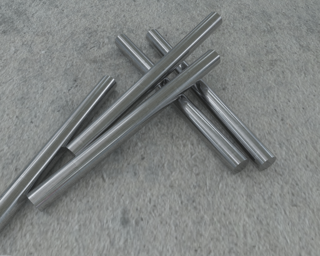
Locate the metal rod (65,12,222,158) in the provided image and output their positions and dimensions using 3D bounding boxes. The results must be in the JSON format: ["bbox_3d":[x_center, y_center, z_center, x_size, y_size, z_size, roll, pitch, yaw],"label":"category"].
[{"bbox_3d":[-0.009,-0.070,0.431,0.025,0.025,0.301,33,66,24],"label":"metal rod"}]

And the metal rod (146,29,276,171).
[{"bbox_3d":[0.057,-0.059,0.453,0.025,0.025,0.300,-22,54,-18],"label":"metal rod"}]

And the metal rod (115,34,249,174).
[{"bbox_3d":[0.015,-0.051,0.446,0.025,0.025,0.300,-26,55,-20],"label":"metal rod"}]

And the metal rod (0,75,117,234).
[{"bbox_3d":[-0.136,0.037,0.370,0.025,0.025,0.301,19,52,15],"label":"metal rod"}]

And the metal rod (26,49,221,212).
[{"bbox_3d":[-0.029,-0.010,0.388,0.301,0.025,0.025,-41,61,-21],"label":"metal rod"}]
